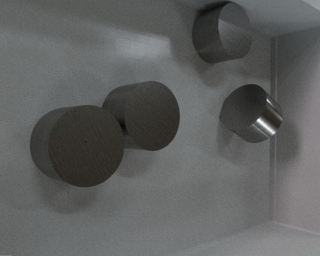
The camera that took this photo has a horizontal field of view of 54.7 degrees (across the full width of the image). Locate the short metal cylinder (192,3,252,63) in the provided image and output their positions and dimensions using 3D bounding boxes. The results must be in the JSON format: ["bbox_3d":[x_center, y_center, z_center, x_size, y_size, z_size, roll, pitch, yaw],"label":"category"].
[{"bbox_3d":[0.095,-0.141,0.469,0.081,0.050,0.080,0,90,-40],"label":"short metal cylinder"}]

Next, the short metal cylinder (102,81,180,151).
[{"bbox_3d":[-0.023,-0.014,0.371,0.081,0.050,0.080,0,90,-40],"label":"short metal cylinder"}]

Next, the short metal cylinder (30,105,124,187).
[{"bbox_3d":[-0.084,0.017,0.319,0.081,0.050,0.080,0,90,-40],"label":"short metal cylinder"}]

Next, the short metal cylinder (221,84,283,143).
[{"bbox_3d":[0.145,-0.022,0.492,0.050,0.080,0.080,32,70,-36],"label":"short metal cylinder"}]
